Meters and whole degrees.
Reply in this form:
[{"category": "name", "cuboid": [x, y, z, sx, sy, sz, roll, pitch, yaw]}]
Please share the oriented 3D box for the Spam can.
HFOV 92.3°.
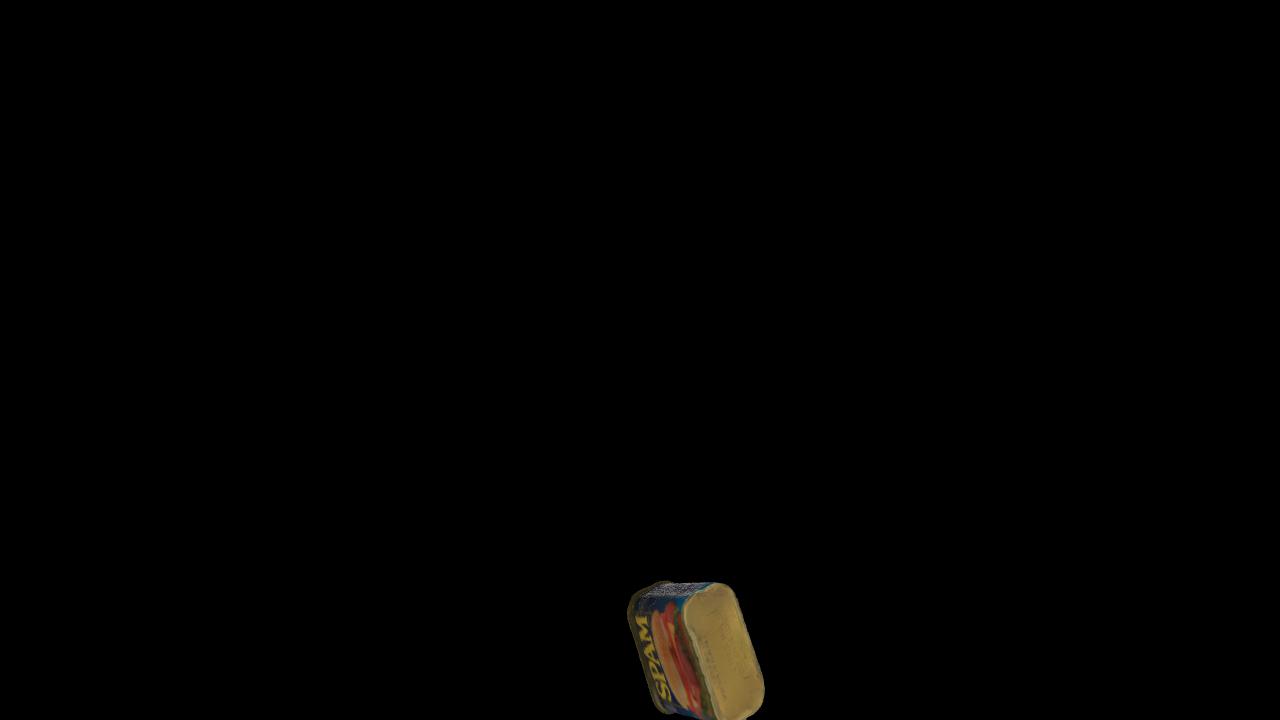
[{"category": "Spam can", "cuboid": [0.044, 0.230, 0.490, 0.058, 0.101, 0.085, -13, -11, -35]}]
